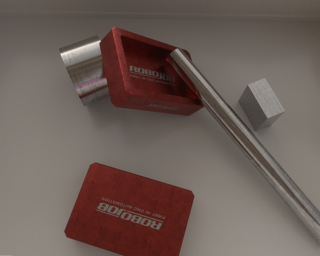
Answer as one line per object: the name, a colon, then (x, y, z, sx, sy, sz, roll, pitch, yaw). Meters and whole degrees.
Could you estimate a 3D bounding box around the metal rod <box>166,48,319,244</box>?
metal rod: (0.110, 0.020, 0.384, 0.025, 0.025, 0.300, -37, 82, -13)

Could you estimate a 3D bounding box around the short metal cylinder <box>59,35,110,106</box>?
short metal cylinder: (-0.091, -0.075, 0.407, 0.050, 0.080, 0.080, -23, 72, -8)

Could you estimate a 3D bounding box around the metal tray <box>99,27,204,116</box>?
metal tray: (-0.006, -0.066, 0.390, 0.131, 0.030, 0.090, 4, 63, -42)

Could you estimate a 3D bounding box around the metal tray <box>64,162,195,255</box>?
metal tray: (-0.034, 0.103, 0.369, 0.131, 0.030, 0.090, 16, 71, 5)

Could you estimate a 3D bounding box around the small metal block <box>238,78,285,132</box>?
small metal block: (0.132, -0.029, 0.409, 0.025, 0.050, 0.050, -22, 72, -8)
